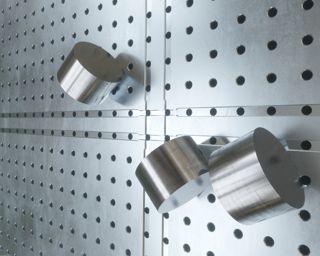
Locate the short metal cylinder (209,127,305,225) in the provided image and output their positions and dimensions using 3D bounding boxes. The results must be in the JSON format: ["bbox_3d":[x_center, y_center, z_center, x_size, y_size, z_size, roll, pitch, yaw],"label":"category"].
[{"bbox_3d":[0.092,0.046,0.296,0.050,0.081,0.080,-34,69,34],"label":"short metal cylinder"}]

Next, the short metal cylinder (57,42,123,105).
[{"bbox_3d":[-0.102,-0.080,0.455,0.050,0.081,0.080,-44,64,31],"label":"short metal cylinder"}]

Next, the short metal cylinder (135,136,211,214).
[{"bbox_3d":[0.019,0.054,0.356,0.080,0.081,0.050,-50,61,28],"label":"short metal cylinder"}]
